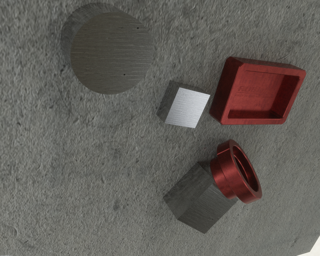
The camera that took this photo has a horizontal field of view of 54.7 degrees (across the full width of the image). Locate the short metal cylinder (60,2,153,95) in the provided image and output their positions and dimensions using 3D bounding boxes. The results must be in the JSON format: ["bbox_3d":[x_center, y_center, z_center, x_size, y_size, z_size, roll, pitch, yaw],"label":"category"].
[{"bbox_3d":[-0.054,-0.080,0.312,0.081,0.050,0.079,-14,125,-21],"label":"short metal cylinder"}]

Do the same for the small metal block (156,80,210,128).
[{"bbox_3d":[0.030,-0.030,0.406,0.050,0.025,0.050,9,114,-33],"label":"small metal block"}]

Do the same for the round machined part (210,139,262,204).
[{"bbox_3d":[0.112,0.070,0.473,0.042,0.098,0.098,-30,134,23],"label":"round machined part"}]

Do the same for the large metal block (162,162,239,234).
[{"bbox_3d":[0.066,0.114,0.500,0.080,0.050,0.080,-47,130,4],"label":"large metal block"}]

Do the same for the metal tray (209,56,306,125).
[{"bbox_3d":[0.143,-0.051,0.452,0.131,0.030,0.089,-1,119,-29],"label":"metal tray"}]
